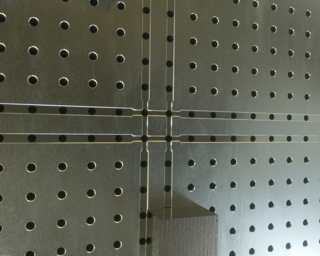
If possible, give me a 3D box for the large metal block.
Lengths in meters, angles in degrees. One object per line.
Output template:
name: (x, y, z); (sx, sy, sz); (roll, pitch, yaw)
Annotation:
large metal block: (0.028, 0.151, 0.410); (0.081, 0.050, 0.080); (1, 90, -20)
